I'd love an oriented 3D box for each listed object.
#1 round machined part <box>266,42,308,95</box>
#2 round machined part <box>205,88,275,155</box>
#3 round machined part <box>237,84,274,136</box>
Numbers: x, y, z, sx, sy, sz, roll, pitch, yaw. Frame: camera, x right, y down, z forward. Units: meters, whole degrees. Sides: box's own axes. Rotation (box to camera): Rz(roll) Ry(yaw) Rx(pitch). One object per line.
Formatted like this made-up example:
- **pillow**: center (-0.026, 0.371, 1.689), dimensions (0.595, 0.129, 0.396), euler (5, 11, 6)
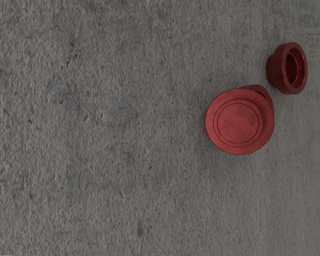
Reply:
- **round machined part**: center (0.240, -0.112, 0.594), dimensions (0.099, 0.042, 0.097), euler (0, 90, -40)
- **round machined part**: center (0.114, -0.008, 0.448), dimensions (0.042, 0.098, 0.097), euler (-21, 106, -72)
- **round machined part**: center (0.145, -0.022, 0.515), dimensions (0.099, 0.042, 0.097), euler (0, 90, -40)
